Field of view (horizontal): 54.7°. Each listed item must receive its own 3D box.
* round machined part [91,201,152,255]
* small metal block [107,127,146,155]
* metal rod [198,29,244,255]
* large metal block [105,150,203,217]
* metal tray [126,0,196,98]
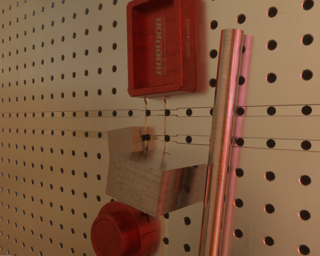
[{"bbox_3d":[-0.062,0.156,0.447,0.098,0.042,0.097,0,90,39],"label":"round machined part"},{"bbox_3d":[-0.048,0.026,0.447,0.050,0.025,0.050,-10,84,39],"label":"small metal block"},{"bbox_3d":[0.067,0.042,0.352,0.025,0.025,0.298,9,95,39],"label":"metal rod"},{"bbox_3d":[-0.006,0.062,0.377,0.080,0.081,0.050,13,98,39],"label":"large metal block"},{"bbox_3d":[-0.001,-0.108,0.404,0.090,0.030,0.129,-2,89,39],"label":"metal tray"}]
